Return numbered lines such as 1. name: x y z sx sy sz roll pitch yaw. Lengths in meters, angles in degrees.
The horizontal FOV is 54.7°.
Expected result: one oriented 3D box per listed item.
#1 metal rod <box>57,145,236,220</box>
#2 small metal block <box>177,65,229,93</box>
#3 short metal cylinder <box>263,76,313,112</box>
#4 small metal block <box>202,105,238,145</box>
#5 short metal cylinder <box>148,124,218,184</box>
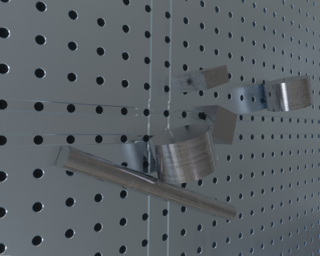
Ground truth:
1. metal rod: 0.006 0.084 0.414 0.301 0.025 0.025 27 73 -37
2. small metal block: 0.062 -0.071 0.445 0.050 0.050 0.025 -22 105 -38
3. short metal cylinder: 0.236 -0.064 0.571 0.081 0.080 0.050 -21 104 -38
4. small metal block: 0.093 -0.004 0.487 0.050 0.025 0.050 21 77 -38
5. short metal cylinder: 0.030 0.031 0.399 0.081 0.080 0.050 -24 105 -38
